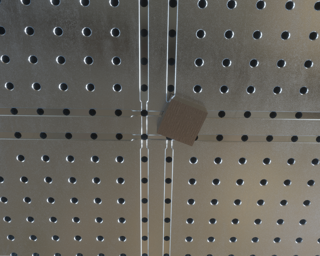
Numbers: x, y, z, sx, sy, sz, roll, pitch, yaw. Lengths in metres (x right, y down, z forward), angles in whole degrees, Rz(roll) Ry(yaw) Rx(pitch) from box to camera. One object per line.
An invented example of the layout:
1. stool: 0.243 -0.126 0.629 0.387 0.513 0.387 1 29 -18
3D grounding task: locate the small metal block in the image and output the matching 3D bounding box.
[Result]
1. small metal block: 0.029 -0.010 0.410 0.050 0.025 0.050 21 109 -8
